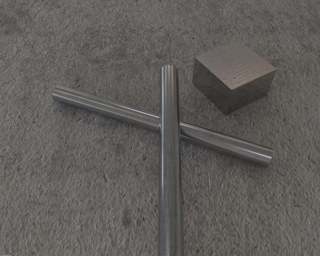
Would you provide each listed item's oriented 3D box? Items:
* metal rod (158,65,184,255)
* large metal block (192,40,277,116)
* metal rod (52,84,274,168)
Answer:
[{"bbox_3d":[0.011,0.048,0.340,0.025,0.025,0.300,0,57,0],"label":"metal rod"},{"bbox_3d":[0.105,-0.075,0.451,0.081,0.050,0.080,-25,55,-20],"label":"large metal block"},{"bbox_3d":[-0.007,-0.007,0.409,0.301,0.025,0.025,17,52,14],"label":"metal rod"}]
